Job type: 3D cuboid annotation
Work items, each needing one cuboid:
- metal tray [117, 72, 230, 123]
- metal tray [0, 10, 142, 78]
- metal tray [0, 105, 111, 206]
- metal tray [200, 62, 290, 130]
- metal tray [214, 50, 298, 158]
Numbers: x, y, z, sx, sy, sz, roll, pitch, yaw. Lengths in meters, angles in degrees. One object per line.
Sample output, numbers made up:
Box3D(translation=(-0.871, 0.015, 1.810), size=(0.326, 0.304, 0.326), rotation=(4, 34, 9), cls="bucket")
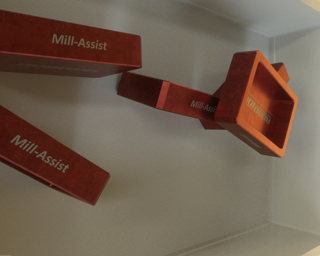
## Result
Box3D(translation=(0.025, -0.035, 0.384), size=(0.131, 0.090, 0.030), rotation=(10, 98, -40), cls="metal tray")
Box3D(translation=(-0.094, -0.070, 0.286), size=(0.131, 0.090, 0.030), rotation=(-3, 92, -40), cls="metal tray")
Box3D(translation=(-0.118, 0.019, 0.266), size=(0.130, 0.090, 0.030), rotation=(40, 66, -33), cls="metal tray")
Box3D(translation=(0.127, -0.049, 0.473), size=(0.131, 0.090, 0.030), rotation=(-46, 118, -30), cls="metal tray")
Box3D(translation=(0.126, -0.025, 0.387), size=(0.131, 0.030, 0.090), rotation=(30, 74, -42), cls="metal tray")
